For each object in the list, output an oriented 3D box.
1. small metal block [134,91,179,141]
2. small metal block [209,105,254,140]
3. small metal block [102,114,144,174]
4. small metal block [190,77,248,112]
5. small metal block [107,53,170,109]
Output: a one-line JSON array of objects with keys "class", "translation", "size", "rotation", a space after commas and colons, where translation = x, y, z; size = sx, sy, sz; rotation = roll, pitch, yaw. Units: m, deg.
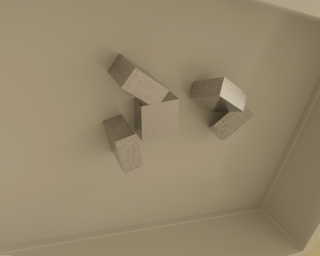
[{"class": "small metal block", "translation": [-0.005, -0.015, 0.396], "size": [0.050, 0.025, 0.050], "rotation": [-13, 124, -21]}, {"class": "small metal block", "translation": [0.100, -0.009, 0.439], "size": [0.050, 0.050, 0.025], "rotation": [-40, 86, -1]}, {"class": "small metal block", "translation": [-0.045, 0.019, 0.379], "size": [0.025, 0.050, 0.050], "rotation": [-22, 127, -15]}, {"class": "small metal block", "translation": [0.076, -0.042, 0.404], "size": [0.050, 0.050, 0.025], "rotation": [25, 75, -37]}, {"class": "small metal block", "translation": [-0.025, -0.053, 0.346], "size": [0.050, 0.050, 0.025], "rotation": [29, 103, -38]}]
